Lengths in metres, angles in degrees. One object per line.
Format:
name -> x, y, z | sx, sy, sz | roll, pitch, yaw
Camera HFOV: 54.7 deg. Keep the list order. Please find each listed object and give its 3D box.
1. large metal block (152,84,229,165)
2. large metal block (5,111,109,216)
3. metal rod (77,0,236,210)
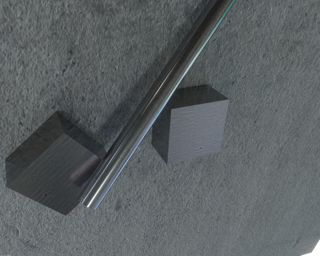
large metal block -> 0.037, -0.006, 0.407 | 0.081, 0.050, 0.079 | -11, 123, -23
large metal block -> -0.113, 0.042, 0.355 | 0.080, 0.050, 0.080 | -43, 130, 2
metal rod -> 0.004, -0.043, 0.344 | 0.025, 0.025, 0.299 | 36, 86, -39
